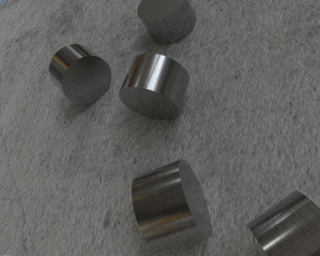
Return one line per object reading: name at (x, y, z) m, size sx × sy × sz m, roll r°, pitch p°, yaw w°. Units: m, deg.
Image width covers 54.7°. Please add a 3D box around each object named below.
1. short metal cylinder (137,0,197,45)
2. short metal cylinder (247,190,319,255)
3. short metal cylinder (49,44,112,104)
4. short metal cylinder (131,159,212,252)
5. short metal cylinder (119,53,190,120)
short metal cylinder at (0.012, -0.180, 0.491) m, size 0.080 × 0.050 × 0.080 m, roll -13°, pitch 56°, yaw 20°
short metal cylinder at (0.116, 0.098, 0.248) m, size 0.050 × 0.080 × 0.080 m, roll -37°, pitch 51°, yaw 4°
short metal cylinder at (-0.124, -0.084, 0.483) m, size 0.080 × 0.080 × 0.050 m, roll -46°, pitch 51°, yaw -4°
short metal cylinder at (0.013, 0.077, 0.313) m, size 0.050 × 0.080 × 0.080 m, roll -23°, pitch 54°, yaw 14°
short metal cylinder at (-0.007, -0.051, 0.402) m, size 0.080 × 0.080 × 0.050 m, roll 5°, pitch 65°, yaw 30°
